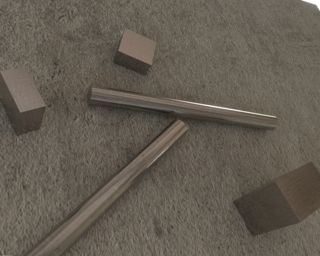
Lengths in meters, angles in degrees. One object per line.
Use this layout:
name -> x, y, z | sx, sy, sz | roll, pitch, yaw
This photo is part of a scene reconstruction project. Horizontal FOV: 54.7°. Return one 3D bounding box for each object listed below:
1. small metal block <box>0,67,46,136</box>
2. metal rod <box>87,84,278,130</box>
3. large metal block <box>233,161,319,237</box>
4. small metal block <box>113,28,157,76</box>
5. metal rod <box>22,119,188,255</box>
small metal block -> -0.146, -0.027, 0.326 | 0.025, 0.050, 0.050 | -21, 74, -36
metal rod -> 0.049, -0.025, 0.446 | 0.302, 0.025, 0.025 | 7, 59, -25
large metal block -> 0.157, 0.092, 0.400 | 0.081, 0.080, 0.050 | -16, 71, -35
small metal block -> -0.036, -0.111, 0.454 | 0.050, 0.025, 0.050 | 21, 54, -16
metal rod -> -0.061, 0.076, 0.325 | 0.025, 0.025, 0.302 | 46, 51, 3
